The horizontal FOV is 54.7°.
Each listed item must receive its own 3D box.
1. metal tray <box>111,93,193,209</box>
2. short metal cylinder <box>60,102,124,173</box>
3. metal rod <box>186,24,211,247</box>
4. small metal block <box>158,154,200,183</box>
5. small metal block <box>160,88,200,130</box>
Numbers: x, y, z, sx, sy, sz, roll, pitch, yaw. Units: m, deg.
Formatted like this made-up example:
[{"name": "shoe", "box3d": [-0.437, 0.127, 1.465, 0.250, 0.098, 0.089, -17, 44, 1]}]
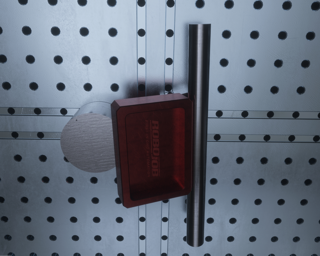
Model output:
[{"name": "metal tray", "box3d": [-0.008, 0.027, 0.378, 0.091, 0.030, 0.129, -9, 112, -18]}, {"name": "short metal cylinder", "box3d": [-0.081, 0.011, 0.402, 0.081, 0.050, 0.079, 0, 110, -1]}, {"name": "metal rod", "box3d": [0.047, 0.024, 0.396, 0.025, 0.025, 0.298, -1, 110, 0]}, {"name": "small metal block", "box3d": [0.021, 0.059, 0.434, 0.050, 0.025, 0.050, 37, 106, -13]}, {"name": "small metal block", "box3d": [0.031, -0.024, 0.405, 0.050, 0.025, 0.050, -14, 110, 4]}]
